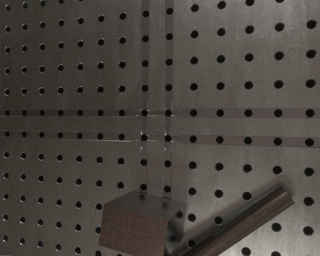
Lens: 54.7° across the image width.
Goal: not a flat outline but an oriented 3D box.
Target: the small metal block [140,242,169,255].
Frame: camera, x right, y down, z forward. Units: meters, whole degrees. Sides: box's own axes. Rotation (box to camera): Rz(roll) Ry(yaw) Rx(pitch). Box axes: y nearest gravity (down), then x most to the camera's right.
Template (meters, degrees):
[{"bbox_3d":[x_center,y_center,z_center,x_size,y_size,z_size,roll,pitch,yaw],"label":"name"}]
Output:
[{"bbox_3d":[-0.009,0.192,0.415,0.050,0.025,0.050,-42,77,15],"label":"small metal block"}]

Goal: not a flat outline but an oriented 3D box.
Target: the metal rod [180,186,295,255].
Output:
[{"bbox_3d":[0.031,0.168,0.378,0.300,0.025,0.025,-38,78,7],"label":"metal rod"}]

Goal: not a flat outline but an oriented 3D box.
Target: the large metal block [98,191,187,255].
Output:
[{"bbox_3d":[-0.018,0.119,0.389,0.080,0.080,0.050,9,93,19],"label":"large metal block"}]
